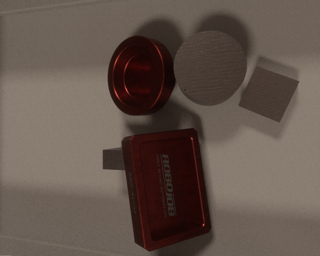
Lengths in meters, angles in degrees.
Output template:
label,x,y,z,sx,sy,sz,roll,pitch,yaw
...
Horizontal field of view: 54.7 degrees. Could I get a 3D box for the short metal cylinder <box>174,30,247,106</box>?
label,x,y,z,sx,sy,sz,roll,pitch,yaw
short metal cylinder,0.058,-0.068,0.368,0.080,0.050,0.079,0,89,7

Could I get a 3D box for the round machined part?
label,x,y,z,sx,sy,sz,roll,pitch,yaw
round machined part,-0.019,-0.065,0.396,0.098,0.042,0.097,3,95,40

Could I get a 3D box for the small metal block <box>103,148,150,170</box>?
label,x,y,z,sx,sy,sz,roll,pitch,yaw
small metal block,-0.041,0.040,0.411,0.050,0.050,0.025,0,90,19

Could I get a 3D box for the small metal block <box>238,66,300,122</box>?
label,x,y,z,sx,sy,sz,roll,pitch,yaw
small metal block,0.128,-0.039,0.365,0.050,0.025,0.050,25,98,18

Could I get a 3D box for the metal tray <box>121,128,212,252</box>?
label,x,y,z,sx,sy,sz,roll,pitch,yaw
metal tray,0.009,0.069,0.374,0.030,0.091,0.129,-13,84,62
